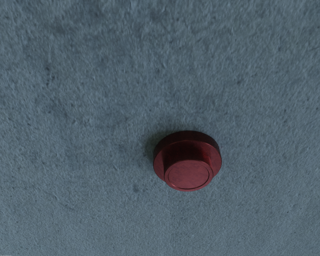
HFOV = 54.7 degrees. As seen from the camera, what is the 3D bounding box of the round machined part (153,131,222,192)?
[{"bbox_3d":[0.039,0.054,0.443,0.099,0.042,0.097,-1,130,0],"label":"round machined part"}]
